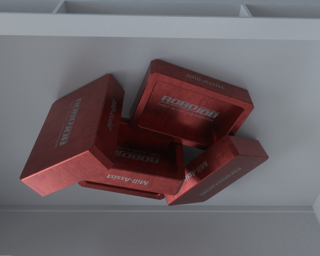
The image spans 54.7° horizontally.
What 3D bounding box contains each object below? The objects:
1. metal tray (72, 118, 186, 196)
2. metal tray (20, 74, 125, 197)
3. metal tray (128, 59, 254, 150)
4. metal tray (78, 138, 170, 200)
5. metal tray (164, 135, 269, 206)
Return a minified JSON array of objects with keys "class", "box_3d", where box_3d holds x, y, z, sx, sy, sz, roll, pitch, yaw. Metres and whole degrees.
[{"class":"metal tray","box_3d":[-0.037,0.030,0.388,0.131,0.090,0.030,12,129,-11]},{"class":"metal tray","box_3d":[-0.089,0.002,0.337,0.090,0.130,0.030,-23,127,19]},{"class":"metal tray","box_3d":[0.036,-0.022,0.385,0.131,0.030,0.089,16,128,-14]},{"class":"metal tray","box_3d":[-0.045,0.057,0.449,0.131,0.030,0.089,12,129,-11]},{"class":"metal tray","box_3d":[0.075,0.062,0.432,0.091,0.030,0.129,9,137,-46]}]
